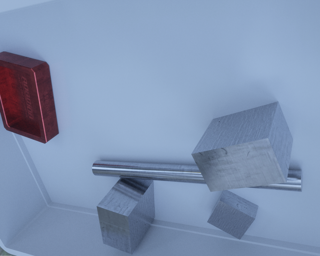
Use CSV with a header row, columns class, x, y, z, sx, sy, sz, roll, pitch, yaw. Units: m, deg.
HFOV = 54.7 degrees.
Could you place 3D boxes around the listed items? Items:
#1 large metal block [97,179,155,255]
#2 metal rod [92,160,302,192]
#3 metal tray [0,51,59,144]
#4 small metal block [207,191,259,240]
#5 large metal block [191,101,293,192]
class,x,y,z,sx,sy,sz,roll,pitch,yaw
large metal block,-0.048,0.129,0.477,0.050,0.080,0.079,12,123,21
metal rod,0.032,0.063,0.429,0.300,0.025,0.025,-1,118,28
metal tray,-0.212,-0.046,0.485,0.090,0.030,0.129,16,125,18
small metal block,0.100,0.119,0.429,0.050,0.025,0.050,26,128,11
large metal block,0.092,0.020,0.336,0.080,0.080,0.050,-16,110,34
